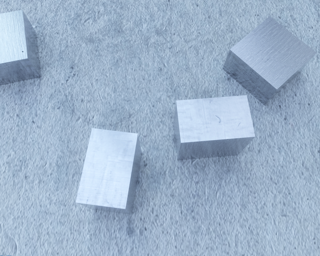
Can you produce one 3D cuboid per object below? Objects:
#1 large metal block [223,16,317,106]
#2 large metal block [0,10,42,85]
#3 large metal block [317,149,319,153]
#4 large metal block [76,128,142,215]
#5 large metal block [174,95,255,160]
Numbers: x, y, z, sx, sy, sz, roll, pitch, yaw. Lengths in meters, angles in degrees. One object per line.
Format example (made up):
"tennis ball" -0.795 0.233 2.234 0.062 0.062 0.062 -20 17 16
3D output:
"large metal block" 0.149 -0.093 0.430 0.080 0.050 0.080 -41 75 -14
"large metal block" -0.219 -0.109 0.433 0.081 0.050 0.080 -13 71 -5
"large metal block" 0.265 0.031 0.385 0.080 0.050 0.080 -34 74 -12
"large metal block" -0.054 0.054 0.359 0.050 0.080 0.080 7 70 2
"large metal block" 0.060 0.003 0.378 0.081 0.080 0.050 -5 70 -2
